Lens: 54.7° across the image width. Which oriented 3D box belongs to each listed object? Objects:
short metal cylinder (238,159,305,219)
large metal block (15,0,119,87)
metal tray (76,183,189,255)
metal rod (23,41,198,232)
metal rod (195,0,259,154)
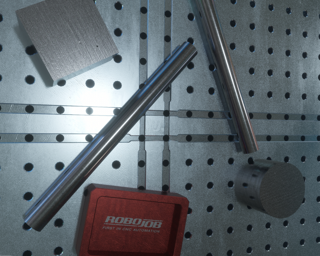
[{"bbox_3d":[0.166,0.088,0.463,0.081,0.050,0.079,0,90,-20],"label":"short metal cylinder"},{"bbox_3d":[-0.106,-0.104,0.360,0.080,0.050,0.080,-29,100,-18],"label":"large metal block"},{"bbox_3d":[-0.033,0.125,0.398,0.131,0.030,0.089,11,86,-20],"label":"metal tray"},{"bbox_3d":[-0.053,0.001,0.393,0.025,0.025,0.300,44,76,-15],"label":"metal rod"},{"bbox_3d":[0.088,-0.106,0.446,0.025,0.025,0.298,-21,97,-19],"label":"metal rod"}]
